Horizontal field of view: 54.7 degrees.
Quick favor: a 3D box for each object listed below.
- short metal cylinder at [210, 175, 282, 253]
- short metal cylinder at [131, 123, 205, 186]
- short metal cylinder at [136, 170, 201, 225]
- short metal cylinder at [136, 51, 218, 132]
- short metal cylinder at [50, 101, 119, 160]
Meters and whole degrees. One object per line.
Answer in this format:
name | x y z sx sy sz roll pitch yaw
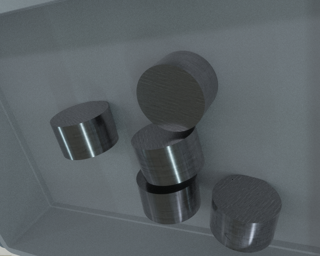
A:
short metal cylinder | 0.103 0.104 0.383 0.080 0.080 0.050 13 124 21
short metal cylinder | 0.010 0.027 0.384 0.080 0.080 0.050 -3 117 30
short metal cylinder | 0.012 0.082 0.417 0.080 0.080 0.050 5 121 26
short metal cylinder | 0.021 -0.042 0.355 0.080 0.050 0.079 13 124 21
short metal cylinder | -0.103 0.001 0.428 0.080 0.080 0.050 0 119 28
